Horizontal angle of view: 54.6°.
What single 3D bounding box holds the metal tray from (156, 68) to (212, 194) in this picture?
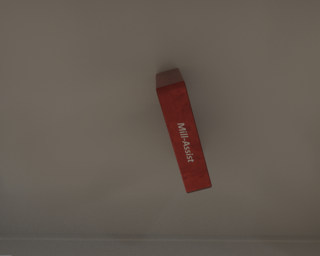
[{"bbox_3d":[0.027,0.000,0.374,0.030,0.090,0.129,-15,110,5],"label":"metal tray"}]
